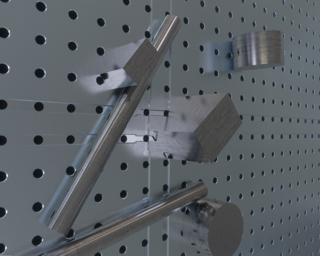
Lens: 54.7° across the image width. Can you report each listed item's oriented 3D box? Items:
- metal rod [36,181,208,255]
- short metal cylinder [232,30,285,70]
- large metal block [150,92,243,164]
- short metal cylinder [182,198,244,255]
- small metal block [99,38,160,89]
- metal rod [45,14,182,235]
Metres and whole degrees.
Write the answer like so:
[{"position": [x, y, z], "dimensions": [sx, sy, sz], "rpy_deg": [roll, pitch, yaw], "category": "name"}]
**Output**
[{"position": [-0.052, 0.122, 0.366], "dimensions": [0.302, 0.025, 0.025], "rpy_deg": [-15, 100, -39], "category": "metal rod"}, {"position": [0.160, -0.125, 0.508], "dimensions": [0.081, 0.080, 0.050], "rpy_deg": [-8, 95, -40], "category": "short metal cylinder"}, {"position": [0.049, -0.001, 0.415], "dimensions": [0.080, 0.080, 0.050], "rpy_deg": [-46, 118, -30], "category": "large metal block"}, {"position": [0.079, 0.147, 0.460], "dimensions": [0.081, 0.050, 0.079], "rpy_deg": [0, 90, -40], "category": "short metal cylinder"}, {"position": [-0.036, -0.075, 0.363], "dimensions": [0.025, 0.050, 0.050], "rpy_deg": [47, 62, -30], "category": "small metal block"}, {"position": [-0.044, -0.020, 0.372], "dimensions": [0.025, 0.025, 0.300], "rpy_deg": [41, 65, -33], "category": "metal rod"}]
